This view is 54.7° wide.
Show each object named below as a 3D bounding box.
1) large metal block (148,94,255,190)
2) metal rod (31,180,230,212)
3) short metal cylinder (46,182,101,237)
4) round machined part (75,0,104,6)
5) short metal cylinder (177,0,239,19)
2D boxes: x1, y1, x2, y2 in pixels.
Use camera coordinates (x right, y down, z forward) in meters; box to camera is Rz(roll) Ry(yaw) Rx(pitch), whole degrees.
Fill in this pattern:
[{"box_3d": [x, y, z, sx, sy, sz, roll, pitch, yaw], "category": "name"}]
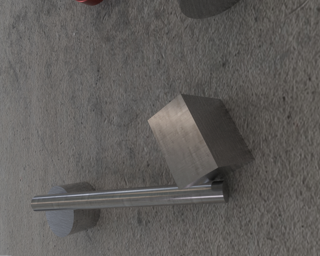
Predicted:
[{"box_3d": [0.045, 0.013, 0.332, 0.050, 0.081, 0.080, -38, 67, 33], "category": "large metal block"}, {"box_3d": [-0.058, 0.094, 0.413, 0.300, 0.025, 0.025, -10, 84, 27], "category": "metal rod"}, {"box_3d": [-0.143, 0.131, 0.507, 0.080, 0.050, 0.080, 0, 90, 40], "category": "short metal cylinder"}, {"box_3d": [-0.096, -0.237, 0.473, 0.098, 0.042, 0.097, 0, 90, 40], "category": "round machined part"}, {"box_3d": [0.051, -0.162, 0.327, 0.080, 0.081, 0.050, -31, 71, 36], "category": "short metal cylinder"}]
